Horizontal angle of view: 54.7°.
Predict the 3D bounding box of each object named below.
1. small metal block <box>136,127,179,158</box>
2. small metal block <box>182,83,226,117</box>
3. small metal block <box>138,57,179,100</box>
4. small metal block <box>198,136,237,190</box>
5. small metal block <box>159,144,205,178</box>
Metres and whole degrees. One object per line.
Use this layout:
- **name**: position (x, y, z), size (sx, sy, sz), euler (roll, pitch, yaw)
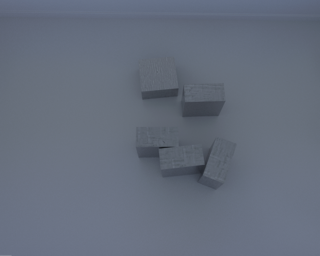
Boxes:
- **small metal block**: position (-0.003, 0.019, 0.389), size (0.050, 0.050, 0.025), euler (0, 70, 0)
- **small metal block**: position (0.056, -0.036, 0.410), size (0.050, 0.050, 0.025), euler (-2, 70, -1)
- **small metal block**: position (-0.003, -0.070, 0.435), size (0.050, 0.025, 0.050), euler (-6, 70, -2)
- **small metal block**: position (0.069, 0.044, 0.380), size (0.025, 0.050, 0.050), euler (21, 71, 7)
- **small metal block**: position (0.026, 0.041, 0.380), size (0.050, 0.050, 0.025), euler (-7, 70, 0)
